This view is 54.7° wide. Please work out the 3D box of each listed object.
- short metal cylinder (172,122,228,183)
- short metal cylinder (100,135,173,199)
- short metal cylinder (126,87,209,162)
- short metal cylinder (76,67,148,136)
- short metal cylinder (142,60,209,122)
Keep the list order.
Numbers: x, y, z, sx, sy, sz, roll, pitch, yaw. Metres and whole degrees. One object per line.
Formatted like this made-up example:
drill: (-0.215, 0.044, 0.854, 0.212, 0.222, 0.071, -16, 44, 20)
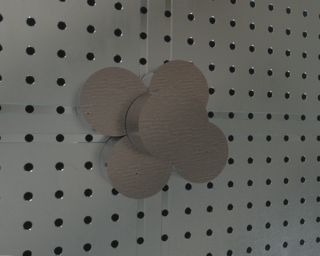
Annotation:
short metal cylinder: (0.044, 0.030, 0.416, 0.081, 0.050, 0.079, 0, 90, -21)
short metal cylinder: (-0.031, 0.044, 0.388, 0.081, 0.050, 0.079, 0, 90, -21)
short metal cylinder: (0.007, -0.004, 0.348, 0.081, 0.050, 0.079, -1, 92, -21)
short metal cylinder: (-0.059, -0.030, 0.377, 0.081, 0.050, 0.079, 0, 90, -21)
short metal cylinder: (0.016, -0.044, 0.406, 0.081, 0.050, 0.079, 0, 90, -21)
